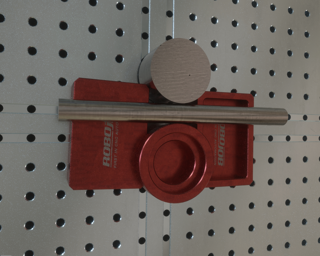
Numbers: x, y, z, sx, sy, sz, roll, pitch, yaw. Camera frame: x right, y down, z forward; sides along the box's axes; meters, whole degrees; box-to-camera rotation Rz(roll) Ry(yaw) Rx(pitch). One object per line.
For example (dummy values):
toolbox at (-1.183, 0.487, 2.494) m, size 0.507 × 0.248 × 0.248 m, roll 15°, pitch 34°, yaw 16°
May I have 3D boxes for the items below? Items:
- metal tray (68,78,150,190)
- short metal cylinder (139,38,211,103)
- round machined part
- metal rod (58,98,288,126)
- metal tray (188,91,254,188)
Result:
metal tray at (-0.063, 0.008, 0.382) m, size 0.091 × 0.030 × 0.129 m, roll 3°, pitch 89°, yaw -20°
short metal cylinder at (0.018, -0.070, 0.402) m, size 0.081 × 0.050 × 0.079 m, roll 0°, pitch 90°, yaw -20°
round machined part at (0.015, 0.043, 0.396) m, size 0.099 × 0.042 × 0.097 m, roll 0°, pitch 90°, yaw -20°
metal rod at (0.032, -0.018, 0.388) m, size 0.303 × 0.025 × 0.025 m, roll 1°, pitch 90°, yaw -20°
metal tray at (0.086, 0.016, 0.437) m, size 0.091 × 0.030 × 0.129 m, roll 1°, pitch 90°, yaw -20°
